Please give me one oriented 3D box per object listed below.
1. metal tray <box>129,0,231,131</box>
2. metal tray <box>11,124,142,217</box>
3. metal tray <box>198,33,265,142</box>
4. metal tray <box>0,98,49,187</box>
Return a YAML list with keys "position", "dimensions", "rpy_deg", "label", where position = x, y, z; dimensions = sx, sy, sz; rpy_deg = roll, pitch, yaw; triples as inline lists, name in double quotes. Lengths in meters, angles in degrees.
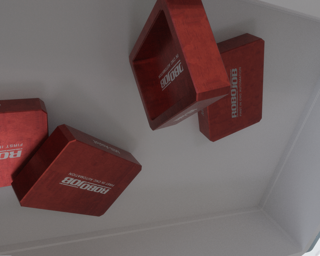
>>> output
- position: [0.010, -0.054, 0.294]
  dimensions: [0.030, 0.130, 0.090]
  rpy_deg: [-16, 84, -20]
  label: "metal tray"
- position: [-0.091, 0.057, 0.368]
  dimensions: [0.090, 0.030, 0.130]
  rpy_deg: [-50, 144, 5]
  label: "metal tray"
- position: [0.096, -0.053, 0.425]
  dimensions: [0.091, 0.030, 0.129]
  rpy_deg: [-22, 127, -15]
  label: "metal tray"
- position: [-0.184, 0.020, 0.317]
  dimensions: [0.131, 0.030, 0.089]
  rpy_deg: [-7, 121, -25]
  label: "metal tray"
